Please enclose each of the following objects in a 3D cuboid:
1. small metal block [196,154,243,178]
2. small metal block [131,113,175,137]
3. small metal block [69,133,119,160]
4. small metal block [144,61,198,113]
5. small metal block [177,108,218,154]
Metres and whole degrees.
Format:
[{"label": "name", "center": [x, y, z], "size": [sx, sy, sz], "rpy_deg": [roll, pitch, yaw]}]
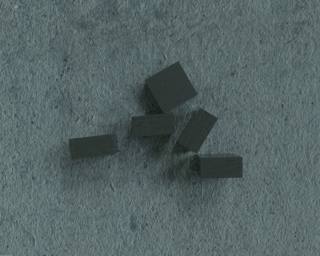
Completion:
[{"label": "small metal block", "center": [0.074, 0.048, 0.398], "size": [0.050, 0.050, 0.025], "rpy_deg": [-1, 90, 0]}, {"label": "small metal block", "center": [-0.008, -0.004, 0.397], "size": [0.050, 0.050, 0.025], "rpy_deg": [-6, 90, 0]}, {"label": "small metal block", "center": [-0.083, 0.023, 0.397], "size": [0.050, 0.050, 0.025], "rpy_deg": [-7, 90, 0]}, {"label": "small metal block", "center": [0.014, -0.052, 0.410], "size": [0.050, 0.025, 0.050], "rpy_deg": [-30, 90, 0]}, {"label": "small metal block", "center": [0.046, 0.003, 0.398], "size": [0.025, 0.050, 0.050], "rpy_deg": [31, 90, 0]}]
